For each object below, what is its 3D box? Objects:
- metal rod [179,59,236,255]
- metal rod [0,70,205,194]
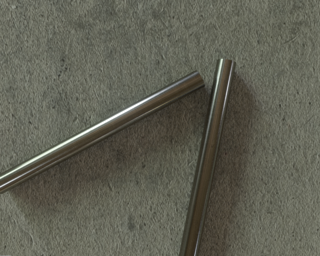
[{"bbox_3d":[0.060,0.058,0.410,0.025,0.025,0.298,11,90,-1],"label":"metal rod"},{"bbox_3d":[-0.080,0.005,0.408,0.301,0.025,0.025,-28,90,-1],"label":"metal rod"}]
